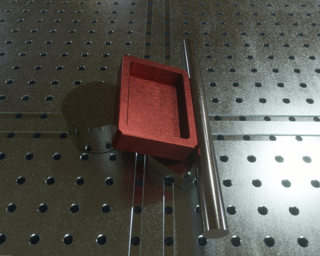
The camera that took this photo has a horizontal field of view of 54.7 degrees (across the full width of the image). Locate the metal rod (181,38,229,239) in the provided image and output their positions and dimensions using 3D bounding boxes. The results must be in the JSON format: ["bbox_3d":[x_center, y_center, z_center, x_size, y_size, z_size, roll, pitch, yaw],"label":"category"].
[{"bbox_3d":[0.048,-0.015,0.388,0.025,0.025,0.300,-1,50,-1],"label":"metal rod"}]

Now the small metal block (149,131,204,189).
[{"bbox_3d":[0.022,0.037,0.376,0.050,0.025,0.050,32,57,23],"label":"small metal block"}]

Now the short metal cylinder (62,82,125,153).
[{"bbox_3d":[-0.080,-0.014,0.401,0.081,0.050,0.080,0,50,0],"label":"short metal cylinder"}]

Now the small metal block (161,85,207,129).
[{"bbox_3d":[0.032,-0.030,0.434,0.050,0.025,0.050,-12,51,-10],"label":"small metal block"}]

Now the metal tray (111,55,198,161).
[{"bbox_3d":[-0.007,-0.028,0.376,0.091,0.030,0.130,12,48,-16],"label":"metal tray"}]
